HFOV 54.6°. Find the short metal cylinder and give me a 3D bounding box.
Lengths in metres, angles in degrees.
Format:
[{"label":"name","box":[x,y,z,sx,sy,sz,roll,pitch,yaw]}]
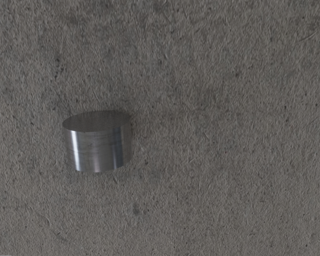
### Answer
[{"label":"short metal cylinder","box":[-0.076,0.014,0.385,0.080,0.080,0.050,-2,110,0]}]
